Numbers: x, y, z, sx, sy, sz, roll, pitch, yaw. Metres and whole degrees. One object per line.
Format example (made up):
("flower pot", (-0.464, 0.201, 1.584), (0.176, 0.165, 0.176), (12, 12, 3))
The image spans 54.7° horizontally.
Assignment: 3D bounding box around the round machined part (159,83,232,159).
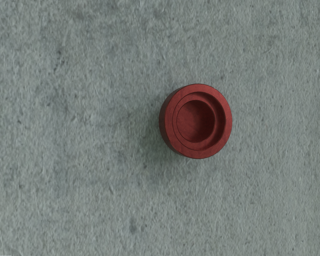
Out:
("round machined part", (0.044, -0.009, 0.418), (0.099, 0.042, 0.097), (0, 90, -21))
